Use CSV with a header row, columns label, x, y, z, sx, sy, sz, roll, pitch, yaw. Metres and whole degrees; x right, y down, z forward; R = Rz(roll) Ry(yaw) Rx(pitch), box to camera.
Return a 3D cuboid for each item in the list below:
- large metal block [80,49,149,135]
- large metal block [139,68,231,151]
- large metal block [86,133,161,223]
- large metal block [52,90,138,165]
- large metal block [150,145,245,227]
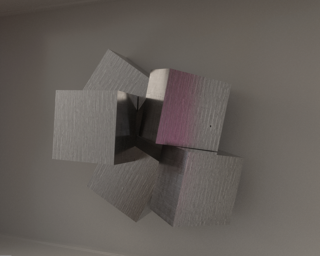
label,x,y,z,sx,sy,sz,roll,pitch,yaw
large metal block,-0.049,-0.045,0.412,0.080,0.050,0.080,38,102,15
large metal block,0.028,-0.021,0.362,0.081,0.050,0.079,9,94,-26
large metal block,-0.034,0.060,0.404,0.080,0.050,0.080,31,100,17
large metal block,-0.076,-0.002,0.367,0.080,0.050,0.079,3,90,20
large metal block,0.042,0.064,0.357,0.050,0.081,0.079,18,97,58
